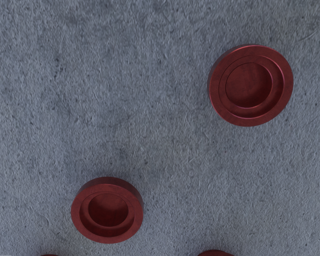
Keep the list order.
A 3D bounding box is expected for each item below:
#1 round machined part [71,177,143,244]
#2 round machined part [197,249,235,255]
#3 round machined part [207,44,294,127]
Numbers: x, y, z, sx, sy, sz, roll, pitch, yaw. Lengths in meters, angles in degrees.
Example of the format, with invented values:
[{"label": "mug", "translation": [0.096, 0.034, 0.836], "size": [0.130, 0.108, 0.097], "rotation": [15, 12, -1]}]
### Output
[{"label": "round machined part", "translation": [-0.072, 0.112, 0.441], "size": [0.099, 0.042, 0.097], "rotation": [0, 110, 0]}, {"label": "round machined part", "translation": [0.086, 0.232, 0.487], "size": [0.099, 0.042, 0.097], "rotation": [0, 110, 0]}, {"label": "round machined part", "translation": [0.107, -0.054, 0.382], "size": [0.099, 0.042, 0.097], "rotation": [0, 110, 0]}]
